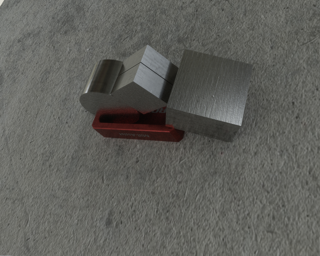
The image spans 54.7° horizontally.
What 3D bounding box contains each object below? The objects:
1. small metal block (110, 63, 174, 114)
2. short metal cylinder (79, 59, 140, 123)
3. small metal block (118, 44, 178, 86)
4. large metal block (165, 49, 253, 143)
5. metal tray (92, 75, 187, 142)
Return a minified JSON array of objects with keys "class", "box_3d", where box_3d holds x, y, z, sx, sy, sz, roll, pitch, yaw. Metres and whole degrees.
[{"class":"small metal block","box_3d":[-0.021,-0.044,0.359,0.050,0.050,0.025,-17,49,51]},{"class":"short metal cylinder","box_3d":[-0.060,-0.046,0.413,0.080,0.080,0.050,1,63,29]},{"class":"small metal block","box_3d":[-0.013,-0.066,0.370,0.050,0.050,0.025,-17,49,51]},{"class":"large metal block","box_3d":[0.056,-0.037,0.364,0.080,0.050,0.080,15,67,6]},{"class":"metal tray","box_3d":[-0.023,-0.030,0.433,0.130,0.030,0.090,2,63,29]}]
